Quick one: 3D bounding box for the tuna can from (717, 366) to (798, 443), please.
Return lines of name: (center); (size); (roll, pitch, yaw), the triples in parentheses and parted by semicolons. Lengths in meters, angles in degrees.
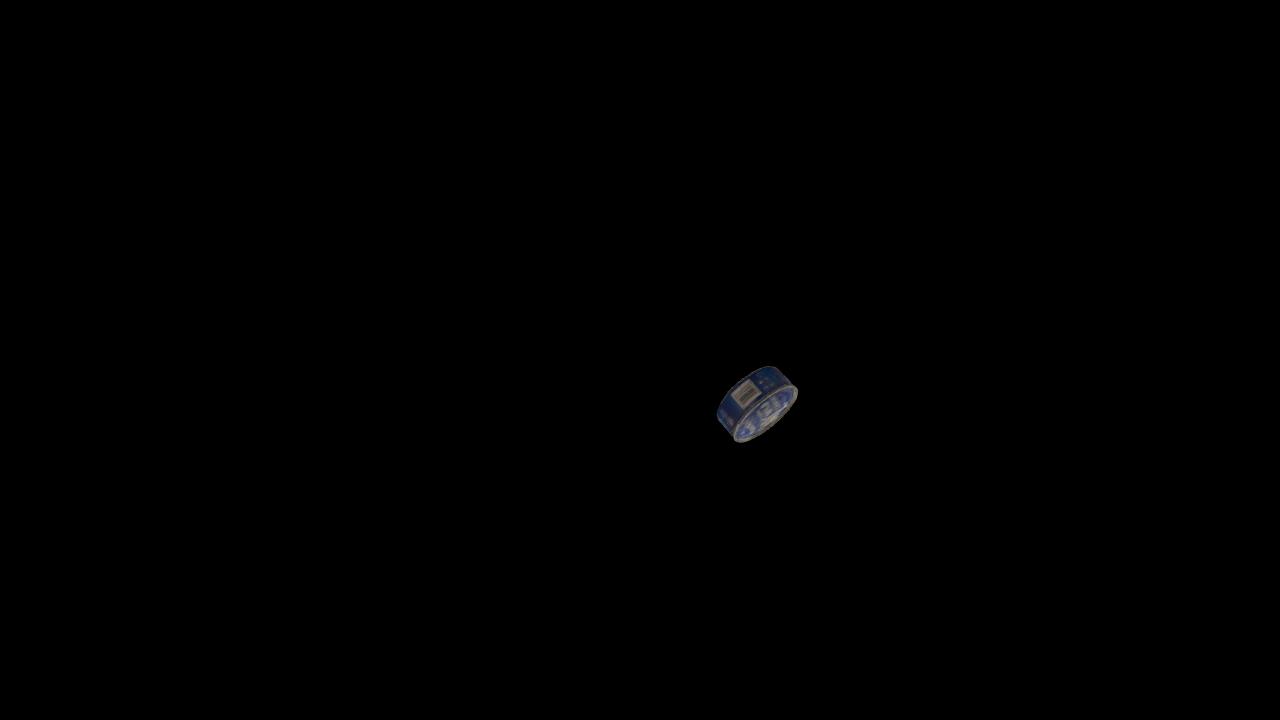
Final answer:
tuna can: (0.121, 0.046, 0.640); (0.084, 0.084, 0.034); (0, 42, -49)
